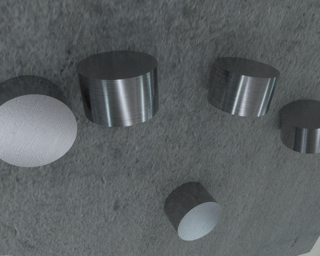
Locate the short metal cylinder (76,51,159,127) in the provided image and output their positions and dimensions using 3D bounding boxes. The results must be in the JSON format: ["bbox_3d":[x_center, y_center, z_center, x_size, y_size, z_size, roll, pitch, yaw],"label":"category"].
[{"bbox_3d":[-0.042,-0.043,0.323,0.081,0.080,0.050,-15,125,-20],"label":"short metal cylinder"}]

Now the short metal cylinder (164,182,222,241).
[{"bbox_3d":[0.053,0.135,0.506,0.081,0.050,0.079,-14,125,-21],"label":"short metal cylinder"}]

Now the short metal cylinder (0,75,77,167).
[{"bbox_3d":[-0.131,-0.007,0.315,0.081,0.050,0.079,-14,125,-21],"label":"short metal cylinder"}]

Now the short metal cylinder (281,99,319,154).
[{"bbox_3d":[0.240,-0.004,0.503,0.081,0.080,0.050,-24,127,-14],"label":"short metal cylinder"}]

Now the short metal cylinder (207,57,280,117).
[{"bbox_3d":[0.105,-0.055,0.397,0.081,0.080,0.050,-7,122,-25],"label":"short metal cylinder"}]
